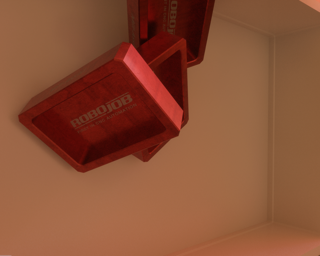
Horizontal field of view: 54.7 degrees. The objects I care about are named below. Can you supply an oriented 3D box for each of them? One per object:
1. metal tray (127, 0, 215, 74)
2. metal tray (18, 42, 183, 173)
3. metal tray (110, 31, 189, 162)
[{"bbox_3d":[0.012,-0.117,0.346,0.091,0.030,0.129,-22,148,-17],"label":"metal tray"},{"bbox_3d":[-0.056,-0.011,0.293,0.090,0.130,0.030,50,32,-29],"label":"metal tray"},{"bbox_3d":[-0.007,-0.032,0.357,0.090,0.030,0.129,-43,146,-29],"label":"metal tray"}]
